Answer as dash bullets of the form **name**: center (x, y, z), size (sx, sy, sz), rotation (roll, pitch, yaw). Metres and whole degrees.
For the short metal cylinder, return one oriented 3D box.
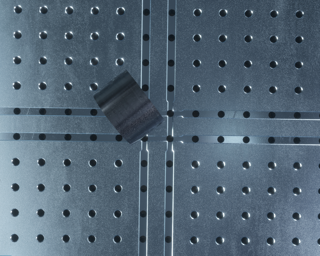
- **short metal cylinder**: center (-0.038, -0.025, 0.386), size (0.050, 0.080, 0.080), rotation (-37, 90, 0)
